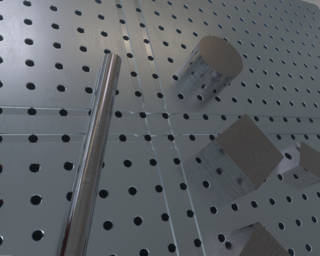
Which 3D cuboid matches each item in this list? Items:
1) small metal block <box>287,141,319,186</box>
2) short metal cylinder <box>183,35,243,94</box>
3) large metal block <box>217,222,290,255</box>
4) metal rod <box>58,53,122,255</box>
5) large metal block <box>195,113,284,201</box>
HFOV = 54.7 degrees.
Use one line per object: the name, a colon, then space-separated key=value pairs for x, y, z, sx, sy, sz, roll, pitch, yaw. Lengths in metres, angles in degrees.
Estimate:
small metal block: x=0.237 y=0.057 z=0.501 sx=0.050 sy=0.025 sz=0.050 roll=31 pitch=52 yaw=-9
short metal cylinder: x=0.085 y=-0.101 z=0.500 sx=0.081 sy=0.050 sz=0.080 roll=14 pitch=56 yaw=-21
large metal block: x=0.106 y=0.168 z=0.347 sx=0.080 sy=0.050 sz=0.080 roll=47 pitch=51 yaw=4
metal rod: x=-0.075 y=0.030 z=0.348 sx=0.025 sy=0.025 sz=0.300 roll=17 pitch=55 yaw=-19
large metal block: x=0.110 y=0.039 z=0.428 sx=0.081 sy=0.050 sz=0.080 roll=-34 pitch=81 yaw=-38
